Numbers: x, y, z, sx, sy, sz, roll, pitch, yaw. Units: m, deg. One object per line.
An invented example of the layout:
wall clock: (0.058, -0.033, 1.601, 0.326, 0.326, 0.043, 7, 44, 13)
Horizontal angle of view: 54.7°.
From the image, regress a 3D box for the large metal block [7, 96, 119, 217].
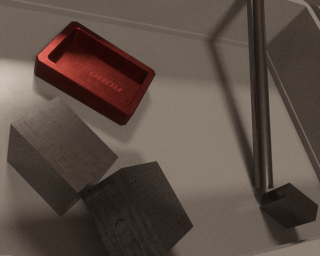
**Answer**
large metal block: (-0.097, 0.030, 0.300, 0.080, 0.080, 0.050, 45, 51, 3)

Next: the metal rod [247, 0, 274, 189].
metal rod: (0.146, -0.063, 0.456, 0.025, 0.025, 0.298, 3, 82, -27)

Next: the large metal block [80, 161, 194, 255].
large metal block: (-0.019, 0.083, 0.305, 0.080, 0.050, 0.080, 60, 18, 13)

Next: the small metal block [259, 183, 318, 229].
small metal block: (0.174, 0.107, 0.421, 0.050, 0.050, 0.025, 38, 51, -3)

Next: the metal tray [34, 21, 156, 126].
metal tray: (-0.080, -0.072, 0.404, 0.130, 0.030, 0.090, 31, 51, -9)
